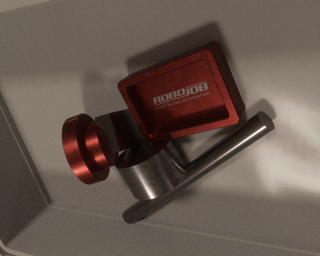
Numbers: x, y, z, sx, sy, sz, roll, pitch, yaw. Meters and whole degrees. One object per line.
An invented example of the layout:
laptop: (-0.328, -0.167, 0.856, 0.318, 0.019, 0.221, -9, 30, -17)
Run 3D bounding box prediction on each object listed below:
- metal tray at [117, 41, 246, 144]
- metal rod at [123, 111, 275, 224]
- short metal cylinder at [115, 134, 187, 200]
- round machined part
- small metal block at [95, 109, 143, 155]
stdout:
metal tray: (0.023, -0.037, 0.369, 0.130, 0.030, 0.090, -15, 111, 33)
metal rod: (0.032, 0.071, 0.434, 0.025, 0.025, 0.299, 44, 129, -3)
short metal cylinder: (-0.012, 0.049, 0.408, 0.080, 0.080, 0.050, -15, 111, 34)
round machined part: (-0.090, 0.025, 0.429, 0.042, 0.098, 0.098, -19, 111, 9)
small metal block: (-0.054, 0.003, 0.413, 0.025, 0.050, 0.050, -14, 93, 32)
